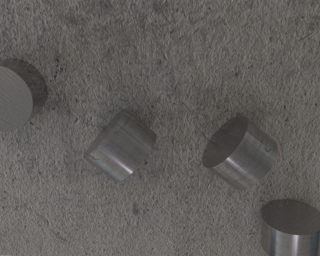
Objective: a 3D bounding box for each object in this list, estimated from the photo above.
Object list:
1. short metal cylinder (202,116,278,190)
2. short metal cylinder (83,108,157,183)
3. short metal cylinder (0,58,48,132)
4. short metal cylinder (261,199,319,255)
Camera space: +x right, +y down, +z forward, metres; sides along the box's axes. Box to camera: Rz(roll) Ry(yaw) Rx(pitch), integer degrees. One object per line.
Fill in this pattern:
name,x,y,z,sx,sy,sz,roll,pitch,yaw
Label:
short metal cylinder,0.099,0.031,0.393,0.050,0.080,0.080,37,106,-13
short metal cylinder,-0.050,0.021,0.388,0.050,0.080,0.080,41,105,-14
short metal cylinder,-0.187,-0.042,0.379,0.081,0.050,0.079,0,110,0
short metal cylinder,0.184,0.144,0.435,0.080,0.080,0.050,-5,110,2
